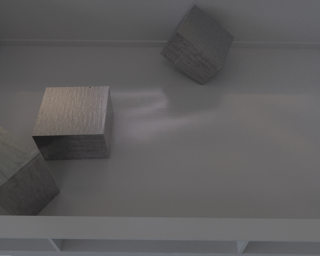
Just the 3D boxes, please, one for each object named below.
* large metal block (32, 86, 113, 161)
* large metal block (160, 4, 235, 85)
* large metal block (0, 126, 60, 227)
[{"bbox_3d":[-0.105,-0.007,0.394,0.081,0.050,0.080,-1,50,-1],"label":"large metal block"},{"bbox_3d":[0.059,-0.127,0.473,0.080,0.050,0.080,35,52,-12],"label":"large metal block"},{"bbox_3d":[-0.163,0.047,0.329,0.080,0.080,0.050,28,55,21],"label":"large metal block"}]
